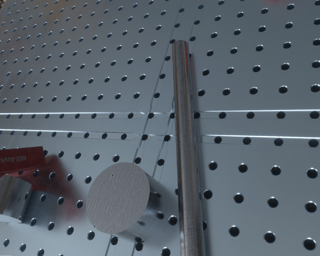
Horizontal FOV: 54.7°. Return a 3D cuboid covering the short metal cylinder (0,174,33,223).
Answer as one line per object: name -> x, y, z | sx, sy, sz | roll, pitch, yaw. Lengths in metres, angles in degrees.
short metal cylinder -> -0.226, 0.098, 0.432 | 0.080, 0.080, 0.050 | -6, 59, 25

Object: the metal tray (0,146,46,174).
metal tray -> -0.241, 0.053, 0.437 | 0.090, 0.130, 0.030 | -14, 86, 20

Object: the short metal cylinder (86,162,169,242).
short metal cylinder -> -0.037, 0.086, 0.359 | 0.080, 0.050, 0.080 | -13, 56, 21

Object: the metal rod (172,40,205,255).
metal rod -> 0.032, 0.004, 0.389 | 0.025, 0.025, 0.299 | -14, 56, 20
